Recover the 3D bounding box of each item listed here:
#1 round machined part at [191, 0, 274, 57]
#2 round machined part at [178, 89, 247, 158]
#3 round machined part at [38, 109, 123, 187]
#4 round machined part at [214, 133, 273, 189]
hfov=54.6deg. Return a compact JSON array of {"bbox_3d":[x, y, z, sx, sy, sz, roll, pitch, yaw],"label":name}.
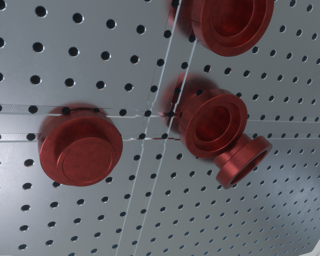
[{"bbox_3d":[0.079,-0.136,0.358,0.099,0.042,0.097,-14,124,-21],"label":"round machined part"},{"bbox_3d":[0.069,-0.010,0.431,0.099,0.042,0.097,-14,124,-21],"label":"round machined part"},{"bbox_3d":[-0.091,0.030,0.369,0.099,0.042,0.097,-14,124,-21],"label":"round machined part"},{"bbox_3d":[0.122,0.046,0.478,0.098,0.042,0.098,-34,155,-18],"label":"round machined part"}]
